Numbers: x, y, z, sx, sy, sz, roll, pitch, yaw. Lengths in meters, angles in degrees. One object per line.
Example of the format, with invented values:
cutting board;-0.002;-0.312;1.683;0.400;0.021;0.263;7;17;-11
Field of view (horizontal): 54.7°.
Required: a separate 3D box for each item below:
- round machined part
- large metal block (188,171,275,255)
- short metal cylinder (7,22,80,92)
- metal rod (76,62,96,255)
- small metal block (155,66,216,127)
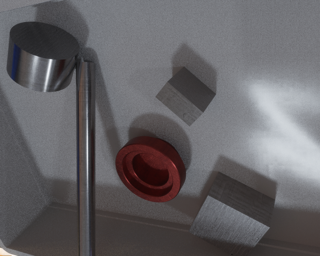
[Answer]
round machined part;-0.009;0.053;0.434;0.098;0.042;0.097;13;124;20
large metal block;0.095;0.118;0.415;0.080;0.050;0.079;26;128;11
short metal cylinder;-0.148;-0.091;0.393;0.080;0.080;0.050;33;129;6
metal rod;-0.102;0.062;0.426;0.025;0.025;0.298;5;98;25
small metal block;0.031;-0.037;0.353;0.050;0.050;0.025;41;129;0
